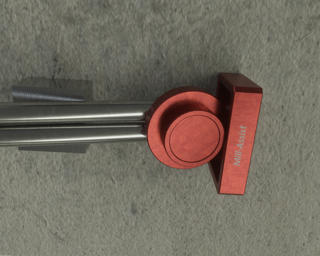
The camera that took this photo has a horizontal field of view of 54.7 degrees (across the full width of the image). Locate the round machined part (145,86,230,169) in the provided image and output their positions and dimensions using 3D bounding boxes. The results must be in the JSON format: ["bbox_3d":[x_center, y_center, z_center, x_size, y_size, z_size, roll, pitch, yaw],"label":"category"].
[{"bbox_3d":[0.034,0.005,0.352,0.099,0.042,0.097,-4,113,-10],"label":"round machined part"}]

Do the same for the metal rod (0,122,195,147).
[{"bbox_3d":[-0.067,0.006,0.364,0.302,0.025,0.025,-2,111,-14],"label":"metal rod"}]

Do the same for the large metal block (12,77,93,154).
[{"bbox_3d":[-0.129,-0.017,0.386,0.081,0.050,0.079,3,110,-2],"label":"large metal block"}]

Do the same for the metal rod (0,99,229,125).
[{"bbox_3d":[-0.065,-0.019,0.355,0.302,0.025,0.025,-2,111,-13],"label":"metal rod"}]

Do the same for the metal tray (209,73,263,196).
[{"bbox_3d":[0.087,0.004,0.379,0.030,0.090,0.129,3,110,-2],"label":"metal tray"}]
